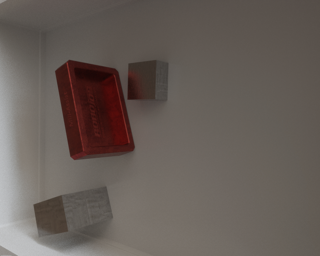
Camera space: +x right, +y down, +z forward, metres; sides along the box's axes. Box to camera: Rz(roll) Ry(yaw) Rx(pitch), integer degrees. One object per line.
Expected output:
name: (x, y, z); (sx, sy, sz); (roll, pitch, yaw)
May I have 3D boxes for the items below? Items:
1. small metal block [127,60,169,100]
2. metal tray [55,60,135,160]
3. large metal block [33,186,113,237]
small metal block: (-0.017, -0.063, 0.419); (0.050, 0.025, 0.050); (3, 92, 39)
metal tray: (-0.090, -0.024, 0.435); (0.030, 0.091, 0.129); (-22, 76, 38)
large metal block: (-0.134, 0.129, 0.478); (0.080, 0.081, 0.050); (-23, 76, 37)
